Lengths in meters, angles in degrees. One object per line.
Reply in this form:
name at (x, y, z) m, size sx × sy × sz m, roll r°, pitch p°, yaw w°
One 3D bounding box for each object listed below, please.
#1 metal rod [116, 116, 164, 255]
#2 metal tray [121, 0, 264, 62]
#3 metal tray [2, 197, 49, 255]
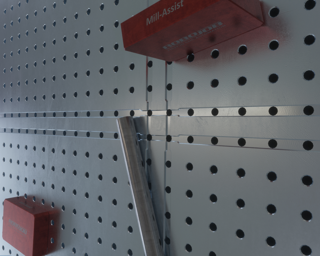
metal rod at (-0.017, 0.129, 0.423) m, size 0.025 × 0.025 × 0.299 m, roll -22°, pitch 76°, yaw 38°
metal tray at (0.033, -0.114, 0.339) m, size 0.130 × 0.091 × 0.030 m, roll -14°, pitch 81°, yaw 39°
metal tray at (-0.278, 0.201, 0.636) m, size 0.130 × 0.030 × 0.089 m, roll 8°, pitch 95°, yaw 39°
